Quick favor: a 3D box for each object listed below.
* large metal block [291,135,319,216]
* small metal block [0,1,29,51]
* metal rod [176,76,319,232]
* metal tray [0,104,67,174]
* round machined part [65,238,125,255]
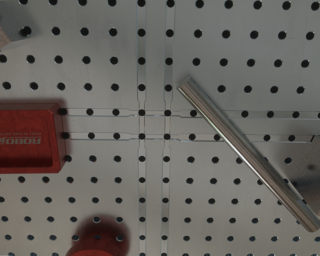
[{"bbox_3d":[0.230,0.066,0.412,0.050,0.080,0.079,16,109,-6],"label":"large metal block"},{"bbox_3d":[-0.185,-0.117,0.354,0.025,0.050,0.050,-28,108,10],"label":"small metal block"},{"bbox_3d":[0.131,0.045,0.431,0.025,0.025,0.300,-41,106,13],"label":"metal rod"},{"bbox_3d":[-0.198,0.015,0.413,0.131,0.030,0.089,-1,110,-1],"label":"metal tray"},{"bbox_3d":[-0.099,0.213,0.481,0.099,0.042,0.097,0,110,-1],"label":"round machined part"}]
